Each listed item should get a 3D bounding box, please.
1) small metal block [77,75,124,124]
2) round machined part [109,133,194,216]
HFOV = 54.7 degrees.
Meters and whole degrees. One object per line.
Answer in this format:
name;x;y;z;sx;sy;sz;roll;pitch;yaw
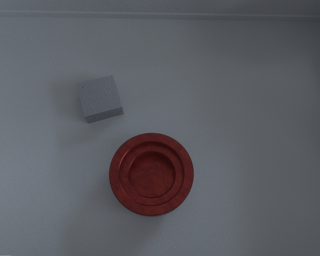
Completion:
small metal block;-0.081;-0.039;0.423;0.050;0.025;0.050;-16;71;-6
round machined part;-0.010;0.059;0.379;0.099;0.042;0.098;0;70;-1
